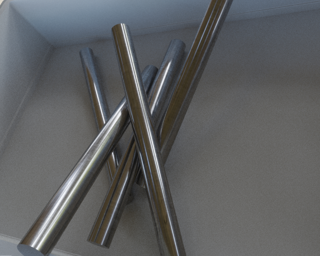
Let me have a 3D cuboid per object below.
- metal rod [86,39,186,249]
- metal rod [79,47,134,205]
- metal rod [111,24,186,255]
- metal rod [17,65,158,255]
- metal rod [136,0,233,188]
[{"bbox_3d":[-0.019,-0.001,0.396,0.025,0.025,0.300,3,57,29],"label":"metal rod"},{"bbox_3d":[-0.088,-0.023,0.463,0.025,0.025,0.299,-29,52,10],"label":"metal rod"},{"bbox_3d":[-0.017,0.007,0.354,0.025,0.025,0.299,-20,68,16],"label":"metal rod"},{"bbox_3d":[-0.056,0.007,0.353,0.025,0.025,0.301,-6,35,25],"label":"metal rod"},{"bbox_3d":[0.039,-0.069,0.363,0.025,0.025,0.298,26,95,36],"label":"metal rod"}]
